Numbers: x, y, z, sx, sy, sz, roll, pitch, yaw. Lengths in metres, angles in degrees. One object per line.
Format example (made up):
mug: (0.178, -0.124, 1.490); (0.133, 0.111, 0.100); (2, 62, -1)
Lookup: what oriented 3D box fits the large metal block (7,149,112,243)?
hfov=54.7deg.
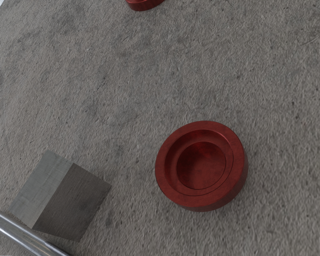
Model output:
large metal block: (-0.118, 0.084, 0.379); (0.050, 0.080, 0.080); (18, 72, 35)

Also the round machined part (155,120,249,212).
round machined part: (0.048, 0.044, 0.341); (0.098, 0.042, 0.098); (-13, 56, 21)

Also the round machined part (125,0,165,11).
round machined part: (-0.025, -0.267, 0.570); (0.098, 0.042, 0.098); (-13, 56, 21)

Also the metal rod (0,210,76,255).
metal rod: (-0.127, 0.156, 0.374); (0.300, 0.025, 0.025); (12, 68, 33)
